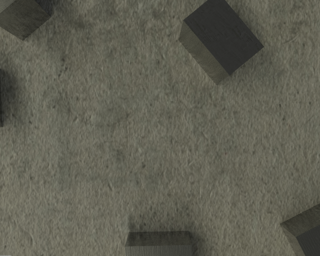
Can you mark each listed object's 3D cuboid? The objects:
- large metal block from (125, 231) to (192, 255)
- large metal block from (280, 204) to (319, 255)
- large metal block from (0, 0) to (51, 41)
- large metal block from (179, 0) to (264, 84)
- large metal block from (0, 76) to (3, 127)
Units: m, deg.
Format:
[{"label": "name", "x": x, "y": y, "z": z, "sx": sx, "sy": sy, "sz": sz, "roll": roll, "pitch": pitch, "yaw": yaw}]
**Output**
[{"label": "large metal block", "x": -0.001, "y": 0.181, "z": 0.398, "sx": 0.081, "sy": 0.050, "sz": 0.079, "roll": -1, "pitch": 90, "yaw": -1}, {"label": "large metal block", "x": 0.218, "y": 0.149, "z": 0.401, "sx": 0.080, "sy": 0.050, "sz": 0.080, "roll": -27, "pitch": 90, "yaw": 0}, {"label": "large metal block", "x": -0.193, "y": -0.164, "z": 0.380, "sx": 0.050, "sy": 0.080, "sz": 0.080, "roll": -41, "pitch": 91, "yaw": 0}, {"label": "large metal block", "x": 0.071, "y": -0.105, "z": 0.383, "sx": 0.050, "sy": 0.080, "sz": 0.080, "roll": -40, "pitch": 91, "yaw": 0}, {"label": "large metal block", "x": -0.255, "y": -0.039, "z": 0.394, "sx": 0.081, "sy": 0.050, "sz": 0.079, "roll": -3, "pitch": 90, "yaw": -1}]
